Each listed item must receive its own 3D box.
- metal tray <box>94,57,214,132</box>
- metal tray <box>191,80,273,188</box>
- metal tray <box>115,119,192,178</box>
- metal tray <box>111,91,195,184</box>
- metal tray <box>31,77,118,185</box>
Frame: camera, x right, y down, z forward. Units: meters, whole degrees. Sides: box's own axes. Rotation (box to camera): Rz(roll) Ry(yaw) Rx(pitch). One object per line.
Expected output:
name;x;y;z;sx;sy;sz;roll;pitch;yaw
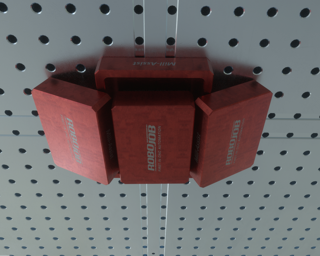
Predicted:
metal tray;-0.007;-0.038;0.375;0.131;0.030;0.089;0;131;-1
metal tray;0.086;0.011;0.394;0.091;0.030;0.129;-19;134;-21
metal tray;-0.006;0.030;0.435;0.131;0.030;0.089;0;131;-1
metal tray;-0.007;0.016;0.382;0.091;0.030;0.129;0;130;0
metal tray;-0.101;0.007;0.389;0.090;0.030;0.129;17;134;19
